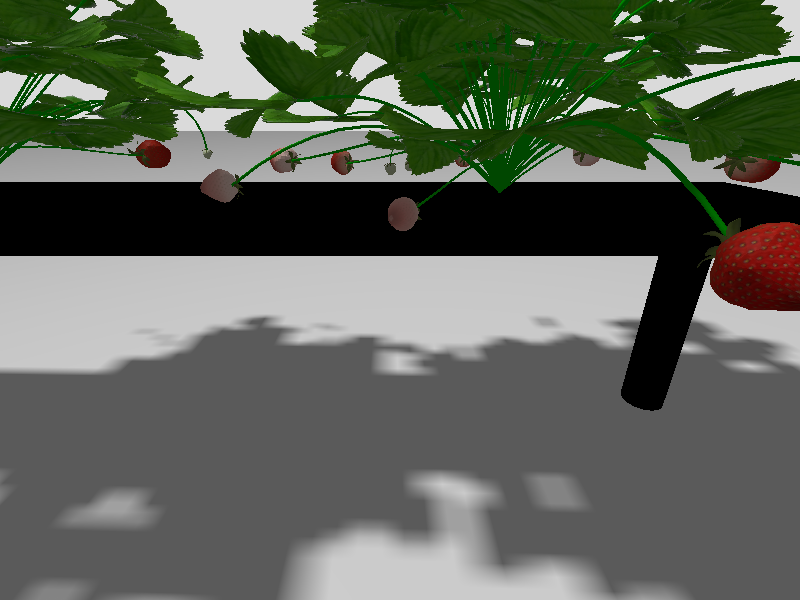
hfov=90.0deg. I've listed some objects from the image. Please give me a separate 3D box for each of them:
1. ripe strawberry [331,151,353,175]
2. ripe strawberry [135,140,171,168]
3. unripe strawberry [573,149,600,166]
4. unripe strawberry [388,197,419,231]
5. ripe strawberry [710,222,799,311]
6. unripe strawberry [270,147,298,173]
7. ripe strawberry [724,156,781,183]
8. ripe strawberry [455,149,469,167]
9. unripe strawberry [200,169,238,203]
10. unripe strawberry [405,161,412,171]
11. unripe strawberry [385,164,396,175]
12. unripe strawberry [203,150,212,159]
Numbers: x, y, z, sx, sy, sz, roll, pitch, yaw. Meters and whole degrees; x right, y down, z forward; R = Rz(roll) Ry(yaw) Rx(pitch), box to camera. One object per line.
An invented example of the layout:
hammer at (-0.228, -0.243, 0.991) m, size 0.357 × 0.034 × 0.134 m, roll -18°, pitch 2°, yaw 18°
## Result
ripe strawberry at (-0.068, -0.156, 0.456) m, size 0.027 × 0.027 × 0.025 m, roll 19°, pitch 30°, yaw 37°
ripe strawberry at (-0.304, -0.182, 0.497) m, size 0.039 × 0.033 × 0.039 m, roll 8°, pitch 25°, yaw 17°
unripe strawberry at (0.239, -0.185, 0.510) m, size 0.034 × 0.031 × 0.031 m, roll 18°, pitch 7°, yaw 35°
unripe strawberry at (0.000, -0.047, 0.222) m, size 0.018 × 0.019 × 0.019 m, roll 15°, pitch 29°, yaw 30°
ripe strawberry at (0.117, -0.009, 0.126) m, size 0.028 × 0.029 × 0.030 m, roll -3°, pitch 34°, yaw -7°
unripe strawberry at (-0.134, -0.160, 0.458) m, size 0.032 × 0.027 × 0.032 m, roll 13°, pitch 28°, yaw 29°
ripe strawberry at (0.337, -0.131, 0.380) m, size 0.043 × 0.037 × 0.043 m, roll 5°, pitch 23°, yaw -14°
ripe strawberry at (0.083, -0.190, 0.530) m, size 0.025 × 0.026 × 0.027 m, roll 0°, pitch 24°, yaw 0°
unripe strawberry at (-0.136, -0.085, 0.300) m, size 0.025 × 0.024 × 0.023 m, roll -6°, pitch 25°, yaw -9°
unripe strawberry at (0.013, -0.158, 0.472) m, size 0.015 × 0.014 × 0.014 m, roll -12°, pitch -19°, yaw -24°
unripe strawberry at (-0.010, -0.133, 0.409) m, size 0.011 × 0.011 × 0.011 m, roll 19°, pitch 30°, yaw 35°
unripe strawberry at (-0.247, -0.187, 0.514) m, size 0.011 × 0.011 × 0.010 m, roll 14°, pitch 28°, yaw 28°
